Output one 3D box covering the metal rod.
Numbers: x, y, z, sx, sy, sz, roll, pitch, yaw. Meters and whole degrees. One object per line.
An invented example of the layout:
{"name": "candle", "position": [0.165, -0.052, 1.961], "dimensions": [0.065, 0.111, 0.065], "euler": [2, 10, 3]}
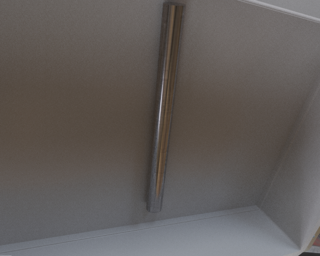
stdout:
{"name": "metal rod", "position": [0.003, -0.005, 0.408], "dimensions": [0.025, 0.025, 0.298], "euler": [-9, 123, -24]}
